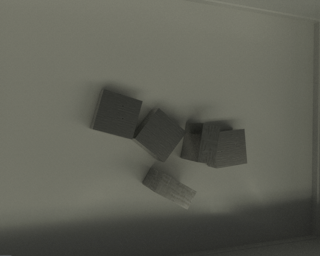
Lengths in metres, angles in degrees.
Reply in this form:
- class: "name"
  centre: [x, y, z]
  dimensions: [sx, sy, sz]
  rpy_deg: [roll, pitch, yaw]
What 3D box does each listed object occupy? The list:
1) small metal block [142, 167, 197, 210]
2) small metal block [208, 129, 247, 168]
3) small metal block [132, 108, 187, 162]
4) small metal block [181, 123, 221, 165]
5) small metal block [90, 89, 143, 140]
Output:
- class: "small metal block"
  centre: [0.011, 0.077, 0.400]
  dimensions: [0.050, 0.050, 0.025]
  rpy_deg: [32, 81, -18]
- class: "small metal block"
  centre: [0.095, 0.028, 0.445]
  dimensions: [0.050, 0.025, 0.050]
  rpy_deg: [-6, 92, -20]
- class: "small metal block"
  centre: [-0.002, 0.009, 0.408]
  dimensions: [0.050, 0.025, 0.050]
  rpy_deg: [41, 77, -16]
- class: "small metal block"
  centre: [0.054, 0.020, 0.417]
  dimensions: [0.025, 0.050, 0.050]
  rpy_deg: [10, 87, -21]
- class: "small metal block"
  centre: [-0.055, -0.016, 0.388]
  dimensions: [0.050, 0.025, 0.050]
  rpy_deg: [16, 85, -20]
